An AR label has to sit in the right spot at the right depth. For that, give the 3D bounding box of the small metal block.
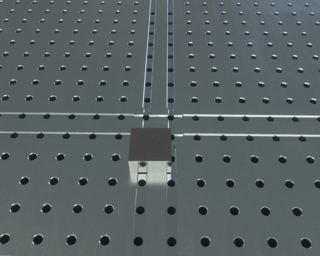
[{"bbox_3d":[-0.011,0.027,0.385,0.050,0.025,0.050,0,50,0],"label":"small metal block"}]
